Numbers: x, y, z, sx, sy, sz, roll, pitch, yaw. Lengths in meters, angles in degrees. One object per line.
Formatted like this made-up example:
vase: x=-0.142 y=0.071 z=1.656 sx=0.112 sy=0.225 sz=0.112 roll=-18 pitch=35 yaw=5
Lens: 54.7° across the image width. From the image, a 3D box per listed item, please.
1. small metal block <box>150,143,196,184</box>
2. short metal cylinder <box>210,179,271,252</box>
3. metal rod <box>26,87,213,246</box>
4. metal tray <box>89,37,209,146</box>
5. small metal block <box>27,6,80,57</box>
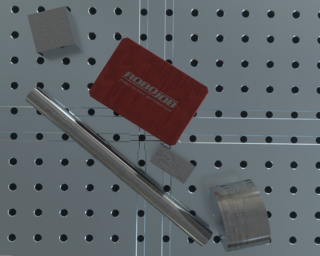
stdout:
small metal block: x=0.015 y=0.044 z=0.401 sx=0.050 sy=0.050 sz=0.025 roll=33 pitch=90 yaw=-1
short metal cylinder: x=0.097 y=0.108 z=0.387 sx=0.050 sy=0.080 sz=0.080 roll=-12 pitch=90 yaw=0
metal rod: x=-0.053 y=0.051 z=0.412 sx=0.300 sy=0.025 sz=0.025 roll=40 pitch=90 yaw=-1
metal tray: x=-0.014 y=-0.047 z=0.411 sx=0.130 sy=0.030 sz=0.090 roll=32 pitch=90 yaw=-1
small metal block: x=-0.141 y=-0.127 z=0.411 sx=0.050 sy=0.025 sz=0.050 roll=-14 pitch=90 yaw=-1
